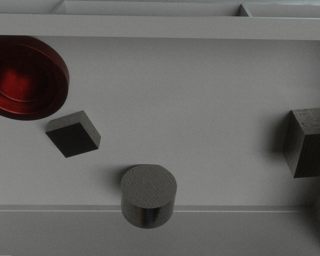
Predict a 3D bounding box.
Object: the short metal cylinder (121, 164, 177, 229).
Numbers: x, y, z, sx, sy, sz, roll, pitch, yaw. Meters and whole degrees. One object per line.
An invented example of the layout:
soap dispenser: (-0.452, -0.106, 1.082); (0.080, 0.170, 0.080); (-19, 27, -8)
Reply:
short metal cylinder: (-0.017, 0.100, 0.458); (0.081, 0.080, 0.050); (3, 130, -3)

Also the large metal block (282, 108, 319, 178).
large metal block: (0.218, 0.019, 0.412); (0.080, 0.050, 0.080); (-5, 130, 3)

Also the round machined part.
round machined part: (-0.151, -0.058, 0.341); (0.099, 0.042, 0.097); (-6, 132, -6)

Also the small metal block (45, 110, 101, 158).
small metal block: (-0.115, 0.009, 0.415); (0.050, 0.025, 0.050); (-16, 129, 12)
